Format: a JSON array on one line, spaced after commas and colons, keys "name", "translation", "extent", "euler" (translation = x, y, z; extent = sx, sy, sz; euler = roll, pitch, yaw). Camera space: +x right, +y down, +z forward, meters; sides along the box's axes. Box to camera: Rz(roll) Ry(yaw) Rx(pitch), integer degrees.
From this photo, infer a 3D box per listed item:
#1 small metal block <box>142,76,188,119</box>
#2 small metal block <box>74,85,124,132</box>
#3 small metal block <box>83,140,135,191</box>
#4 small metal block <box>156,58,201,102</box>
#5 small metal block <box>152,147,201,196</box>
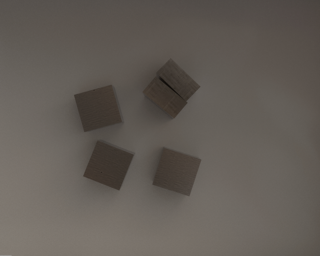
[{"name": "small metal block", "translation": [0.006, -0.037, 0.399], "extent": [0.050, 0.050, 0.025], "euler": [40, 90, 0]}, {"name": "small metal block", "translation": [-0.080, -0.025, 0.411], "extent": [0.050, 0.025, 0.050], "euler": [-15, 90, 0]}, {"name": "small metal block", "translation": [-0.066, 0.048, 0.411], "extent": [0.050, 0.025, 0.050], "euler": [22, 90, 0]}, {"name": "small metal block", "translation": [0.022, -0.058, 0.399], "extent": [0.050, 0.050, 0.025], "euler": [44, 90, 0]}, {"name": "small metal block", "translation": [0.022, 0.057, 0.411], "extent": [0.050, 0.025, 0.050], "euler": [18, 90, 0]}]
